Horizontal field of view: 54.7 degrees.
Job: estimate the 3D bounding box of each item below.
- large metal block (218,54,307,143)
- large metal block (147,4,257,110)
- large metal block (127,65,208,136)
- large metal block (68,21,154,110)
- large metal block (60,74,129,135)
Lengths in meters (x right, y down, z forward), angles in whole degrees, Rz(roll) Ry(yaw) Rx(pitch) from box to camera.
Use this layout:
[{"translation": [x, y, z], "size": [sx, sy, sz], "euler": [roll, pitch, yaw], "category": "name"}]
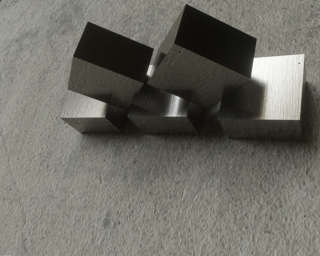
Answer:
[{"translation": [0.117, -0.032, 0.347], "size": [0.080, 0.050, 0.080], "euler": [2, 62, 28], "category": "large metal block"}, {"translation": [0.042, -0.070, 0.329], "size": [0.080, 0.080, 0.050], "euler": [137, 152, -62], "category": "large metal block"}, {"translation": [0.015, -0.037, 0.404], "size": [0.080, 0.050, 0.080], "euler": [1, 62, 28], "category": "large metal block"}, {"translation": [-0.063, -0.072, 0.381], "size": [0.080, 0.080, 0.050], "euler": [19, 65, -13], "category": "large metal block"}, {"translation": [-0.088, -0.038, 0.457], "size": [0.080, 0.050, 0.080], "euler": [0, 62, 28], "category": "large metal block"}]
